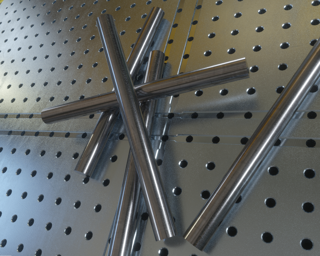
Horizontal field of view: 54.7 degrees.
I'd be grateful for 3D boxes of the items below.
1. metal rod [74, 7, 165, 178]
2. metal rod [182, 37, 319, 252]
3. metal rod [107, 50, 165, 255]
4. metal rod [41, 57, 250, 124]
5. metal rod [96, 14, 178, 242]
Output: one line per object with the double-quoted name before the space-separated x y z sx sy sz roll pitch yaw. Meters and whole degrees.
"metal rod" -0.055 -0.068 0.476 0.025 0.025 0.300 8 65 31
"metal rod" 0.122 0.001 0.342 0.025 0.025 0.300 30 78 37
"metal rod" -0.025 0.020 0.408 0.025 0.025 0.299 -5 59 25
"metal rod" -0.035 -0.044 0.418 0.301 0.025 0.025 -11 57 21
"metal rod" -0.035 -0.016 0.382 0.025 0.025 0.299 -23 70 14
